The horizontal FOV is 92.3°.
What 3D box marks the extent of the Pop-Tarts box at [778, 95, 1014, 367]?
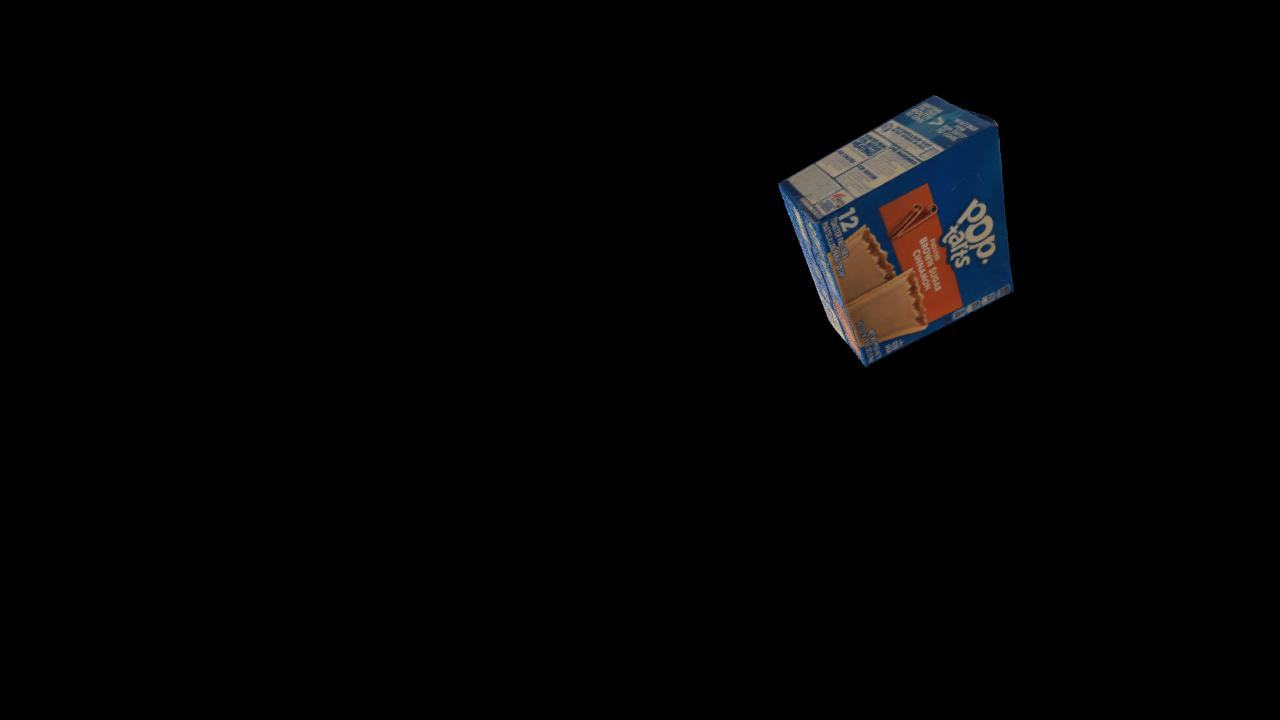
[{"bbox_3d":[0.216,-0.101,0.513,0.141,0.167,0.083,-28,40,8],"label":"Pop-Tarts box"}]
